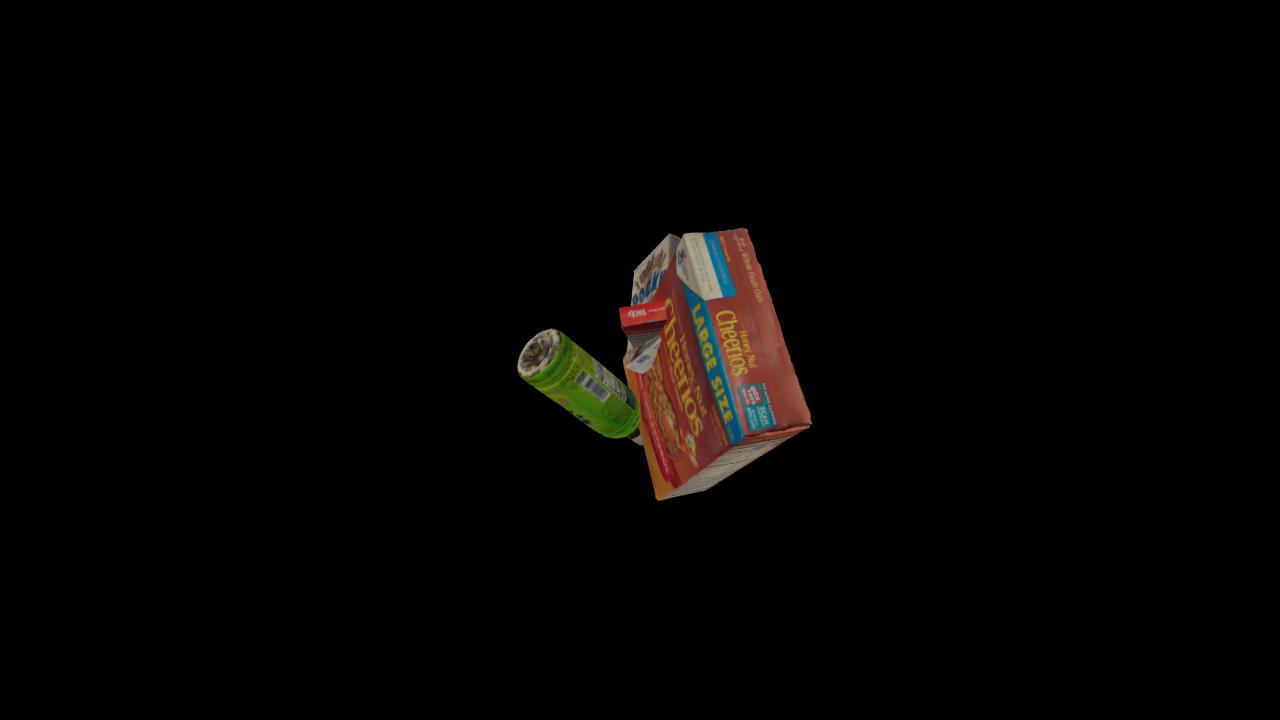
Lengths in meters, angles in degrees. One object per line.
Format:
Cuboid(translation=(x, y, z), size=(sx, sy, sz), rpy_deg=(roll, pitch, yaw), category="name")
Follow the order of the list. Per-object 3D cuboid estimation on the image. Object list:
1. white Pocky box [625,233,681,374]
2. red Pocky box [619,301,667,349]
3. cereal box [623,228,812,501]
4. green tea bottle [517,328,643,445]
Cuboid(translation=(0.020, -0.067, 0.720), size=(0.028, 0.154, 0.084), rpy_deg=(23, -39, -25), category="white Pocky box")
Cuboid(translation=(0.033, -0.026, 0.704), size=(0.083, 0.028, 0.155), rpy_deg=(-8, -20, 9), category="red Pocky box")
Cuboid(translation=(0.062, 0.025, 0.678), size=(0.081, 0.203, 0.306), rpy_deg=(-8, -20, -16), category="cereal box")
Cuboid(translation=(-0.054, 0.046, 0.756), size=(0.073, 0.073, 0.212), rpy_deg=(0, -33, 46), category="green tea bottle")
